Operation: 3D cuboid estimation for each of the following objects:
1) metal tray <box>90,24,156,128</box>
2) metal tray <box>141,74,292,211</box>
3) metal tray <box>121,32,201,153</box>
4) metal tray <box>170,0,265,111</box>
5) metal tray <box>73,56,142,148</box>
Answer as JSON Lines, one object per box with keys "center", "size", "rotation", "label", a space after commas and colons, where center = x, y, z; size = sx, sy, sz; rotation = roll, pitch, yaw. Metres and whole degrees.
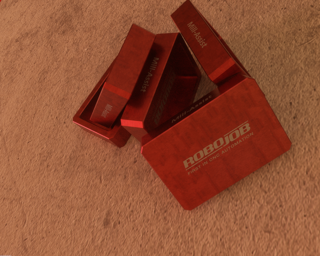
{"center": [-0.051, -0.060, 0.394], "size": [0.130, 0.030, 0.090], "rotation": [-39, 29, 66], "label": "metal tray"}
{"center": [0.057, 0.016, 0.323], "size": [0.130, 0.090, 0.030], "rotation": [-34, 17, 6], "label": "metal tray"}
{"center": [0.008, -0.040, 0.383], "size": [0.030, 0.090, 0.130], "rotation": [7, 65, 31], "label": "metal tray"}
{"center": [0.069, -0.090, 0.379], "size": [0.030, 0.090, 0.130], "rotation": [-39, 50, 20], "label": "metal tray"}
{"center": [-0.059, -0.044, 0.458], "size": [0.090, 0.030, 0.130], "rotation": [22, 73, 35], "label": "metal tray"}
